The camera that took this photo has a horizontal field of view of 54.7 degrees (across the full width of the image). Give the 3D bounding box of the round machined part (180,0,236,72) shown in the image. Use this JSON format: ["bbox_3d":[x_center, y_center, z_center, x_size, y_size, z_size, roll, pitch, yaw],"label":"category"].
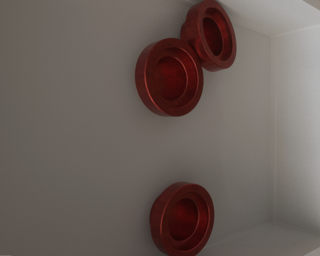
[{"bbox_3d":[0.066,-0.128,0.443,0.099,0.042,0.098,11,74,-46],"label":"round machined part"}]

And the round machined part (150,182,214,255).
[{"bbox_3d":[0.025,0.121,0.417,0.099,0.042,0.097,0,90,-40],"label":"round machined part"}]

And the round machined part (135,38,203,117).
[{"bbox_3d":[0.008,-0.063,0.401,0.099,0.042,0.097,-1,91,-39],"label":"round machined part"}]
